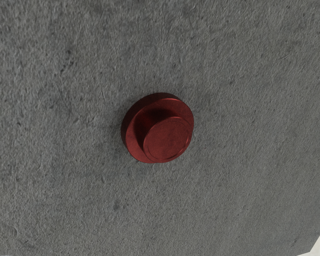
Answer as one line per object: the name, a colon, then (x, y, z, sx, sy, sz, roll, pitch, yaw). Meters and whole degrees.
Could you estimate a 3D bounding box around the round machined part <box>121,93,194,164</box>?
round machined part: (0.002, 0.007, 0.404, 0.099, 0.042, 0.097, -14, 125, -21)
